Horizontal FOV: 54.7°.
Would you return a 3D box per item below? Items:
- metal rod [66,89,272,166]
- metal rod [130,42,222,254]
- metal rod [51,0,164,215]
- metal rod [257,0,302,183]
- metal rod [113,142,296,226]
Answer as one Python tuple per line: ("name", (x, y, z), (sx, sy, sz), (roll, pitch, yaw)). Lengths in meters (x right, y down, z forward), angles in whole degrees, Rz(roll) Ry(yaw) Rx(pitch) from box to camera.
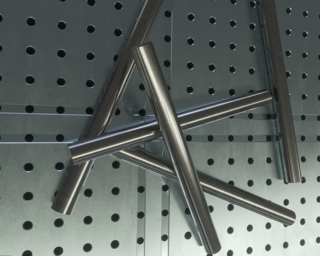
("metal rod", (0.031, -0.009, 0.410), (0.302, 0.025, 0.025), (-17, 96, -25))
("metal rod", (0.028, 0.041, 0.388), (0.025, 0.025, 0.298), (-28, 113, -18))
("metal rod", (-0.062, -0.038, 0.390), (0.025, 0.025, 0.299), (25, 82, -19))
("metal rod", (0.186, -0.062, 0.483), (0.025, 0.025, 0.298), (-12, 94, -20))
("metal rod", (0.075, 0.083, 0.442), (0.302, 0.025, 0.025), (24, 82, -19))
